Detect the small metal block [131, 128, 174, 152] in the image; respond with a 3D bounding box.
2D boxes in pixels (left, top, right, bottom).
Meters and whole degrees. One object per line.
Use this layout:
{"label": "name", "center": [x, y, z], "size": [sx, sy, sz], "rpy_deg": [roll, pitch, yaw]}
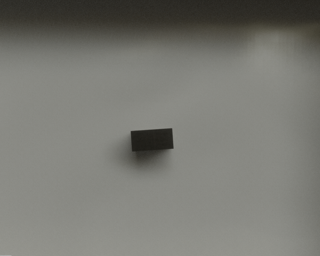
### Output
{"label": "small metal block", "center": [-0.010, 0.014, 0.399], "size": [0.050, 0.050, 0.025], "rpy_deg": [-4, 90, -1]}
